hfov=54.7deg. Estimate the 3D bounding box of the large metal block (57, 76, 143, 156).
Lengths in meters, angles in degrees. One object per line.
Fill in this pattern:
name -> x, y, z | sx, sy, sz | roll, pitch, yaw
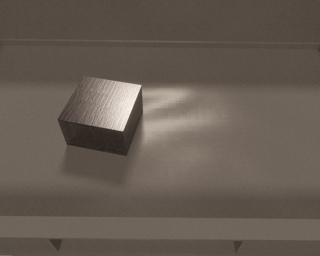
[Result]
large metal block -> -0.072, -0.017, 0.402 | 0.080, 0.050, 0.080 | 10, 51, 8
